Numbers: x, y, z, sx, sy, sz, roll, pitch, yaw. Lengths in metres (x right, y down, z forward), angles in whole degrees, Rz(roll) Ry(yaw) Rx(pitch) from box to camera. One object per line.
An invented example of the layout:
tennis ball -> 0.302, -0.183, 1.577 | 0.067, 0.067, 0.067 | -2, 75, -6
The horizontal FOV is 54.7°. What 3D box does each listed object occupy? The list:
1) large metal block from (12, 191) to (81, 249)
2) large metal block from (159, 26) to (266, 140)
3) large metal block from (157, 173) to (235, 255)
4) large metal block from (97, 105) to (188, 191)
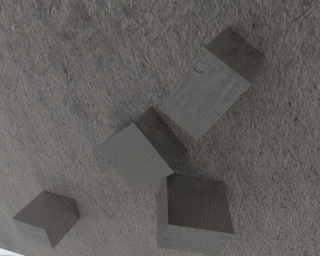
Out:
large metal block -> -0.214, 0.172, 0.591 | 0.080, 0.080, 0.050 | 8, 122, 24
large metal block -> 0.054, -0.047, 0.314 | 0.050, 0.080, 0.080 | 39, 129, 1
large metal block -> 0.041, 0.109, 0.400 | 0.081, 0.080, 0.050 | 12, 128, -10
large metal block -> -0.023, 0.029, 0.421 | 0.080, 0.050, 0.080 | -31, 101, 38
